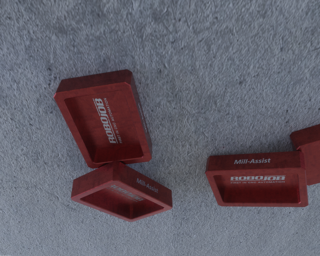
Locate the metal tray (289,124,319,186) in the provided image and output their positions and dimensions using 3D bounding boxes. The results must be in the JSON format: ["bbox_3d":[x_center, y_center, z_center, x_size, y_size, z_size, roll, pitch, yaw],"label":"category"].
[{"bbox_3d":[0.257,0.027,0.429,0.130,0.030,0.090,-19,128,15],"label":"metal tray"}]

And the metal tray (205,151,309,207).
[{"bbox_3d":[0.141,0.077,0.449,0.130,0.030,0.090,-6,132,23],"label":"metal tray"}]

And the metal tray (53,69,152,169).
[{"bbox_3d":[-0.066,-0.006,0.397,0.090,0.030,0.129,-8,130,6],"label":"metal tray"}]

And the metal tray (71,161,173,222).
[{"bbox_3d":[-0.054,0.100,0.466,0.090,0.030,0.130,-26,137,28],"label":"metal tray"}]
